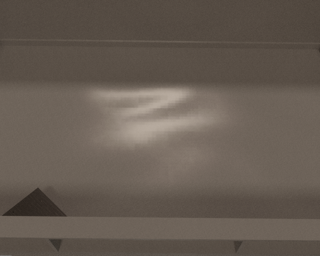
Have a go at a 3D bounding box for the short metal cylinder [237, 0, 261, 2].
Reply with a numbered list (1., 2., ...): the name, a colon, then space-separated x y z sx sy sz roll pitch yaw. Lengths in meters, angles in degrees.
1. short metal cylinder: 0.187 -0.310 0.654 0.081 0.050 0.080 0 50 0

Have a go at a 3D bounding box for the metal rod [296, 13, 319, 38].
1. metal rod: 0.361 -0.115 0.509 0.025 0.025 0.300 -33 58 -25

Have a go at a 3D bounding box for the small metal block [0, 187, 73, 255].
1. small metal block: -0.129 0.099 0.320 0.050 0.025 0.050 34 57 25
